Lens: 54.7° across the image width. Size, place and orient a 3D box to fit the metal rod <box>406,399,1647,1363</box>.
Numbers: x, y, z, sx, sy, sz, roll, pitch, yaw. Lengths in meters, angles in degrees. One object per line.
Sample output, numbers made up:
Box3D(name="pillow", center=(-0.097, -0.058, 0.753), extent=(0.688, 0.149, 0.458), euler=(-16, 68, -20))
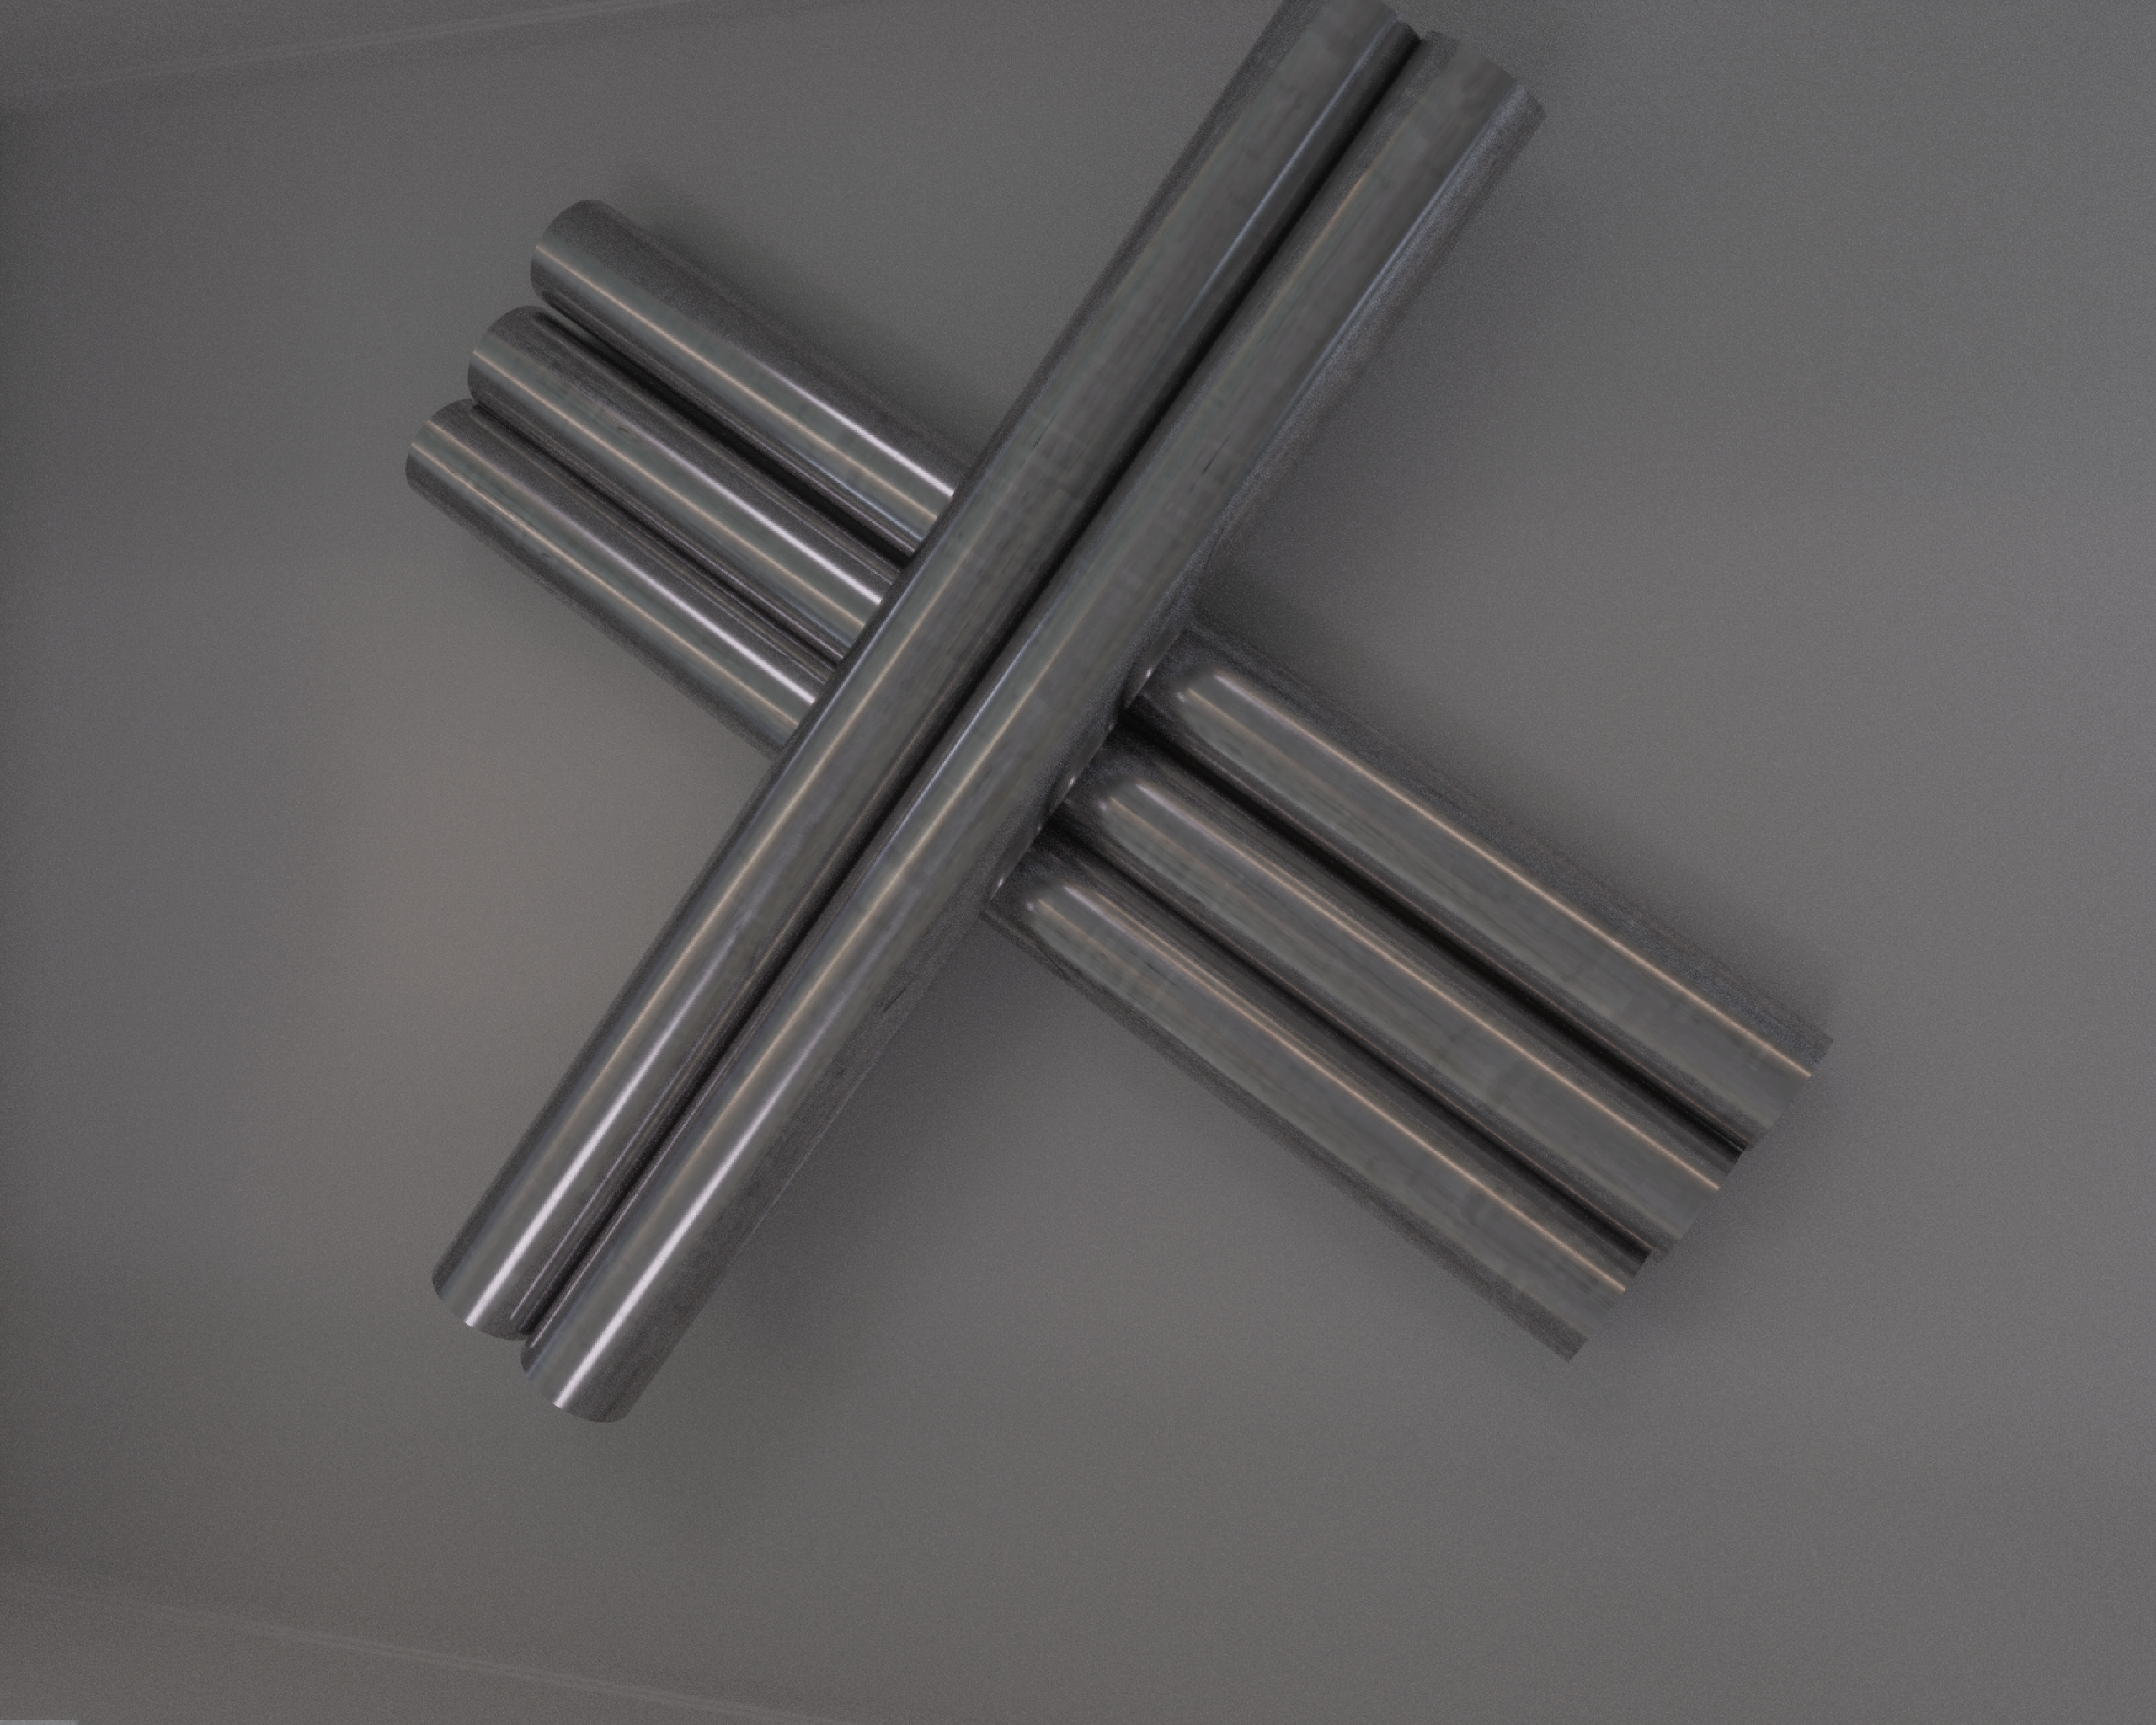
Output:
Box3D(name="metal rod", center=(-0.021, -0.005, 0.416), extent=(0.300, 0.025, 0.025), euler=(36, 102, 16))

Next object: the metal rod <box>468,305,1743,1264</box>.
Box3D(name="metal rod", center=(-0.006, -0.024, 0.411), extent=(0.300, 0.025, 0.025), euler=(36, 102, 16))

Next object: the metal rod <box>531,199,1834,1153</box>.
Box3D(name="metal rod", center=(0.009, -0.045, 0.406), extent=(0.300, 0.025, 0.025), euler=(36, 102, 16))

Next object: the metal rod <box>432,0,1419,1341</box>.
Box3D(name="metal rod", center=(-0.035, -0.030, 0.395), extent=(0.025, 0.025, 0.299), euler=(39, 102, 16))

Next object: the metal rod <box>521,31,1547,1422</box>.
Box3D(name="metal rod", center=(-0.015, -0.016, 0.388), extent=(0.025, 0.025, 0.299), euler=(39, 102, 16))
